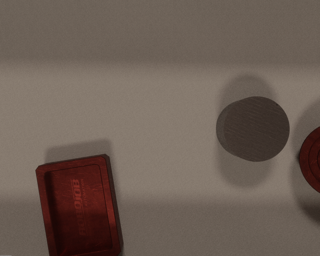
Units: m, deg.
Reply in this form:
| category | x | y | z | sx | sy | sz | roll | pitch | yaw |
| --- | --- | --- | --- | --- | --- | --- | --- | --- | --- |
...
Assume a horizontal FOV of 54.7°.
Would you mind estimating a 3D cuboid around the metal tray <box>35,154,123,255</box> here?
| category | x | y | z | sx | sy | sz | roll | pitch | yaw |
| --- | --- | --- | --- | --- | --- | --- | --- | --- | --- |
| metal tray | -0.104 | 0.105 | 0.407 | 0.091 | 0.030 | 0.129 | -9 | 90 | -1 |

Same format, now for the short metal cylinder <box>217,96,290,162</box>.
| category | x | y | z | sx | sy | sz | roll | pitch | yaw |
| --- | --- | --- | --- | --- | --- | --- | --- | --- | --- |
| short metal cylinder | 0.117 | 0.001 | 0.401 | 0.081 | 0.050 | 0.079 | 0 | 90 | -1 |

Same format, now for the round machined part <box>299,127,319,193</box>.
| category | x | y | z | sx | sy | sz | roll | pitch | yaw |
| --- | --- | --- | --- | --- | --- | --- | --- | --- | --- |
| round machined part | 0.232 | 0.041 | 0.393 | 0.098 | 0.042 | 0.097 | -2 | 86 | 26 |
